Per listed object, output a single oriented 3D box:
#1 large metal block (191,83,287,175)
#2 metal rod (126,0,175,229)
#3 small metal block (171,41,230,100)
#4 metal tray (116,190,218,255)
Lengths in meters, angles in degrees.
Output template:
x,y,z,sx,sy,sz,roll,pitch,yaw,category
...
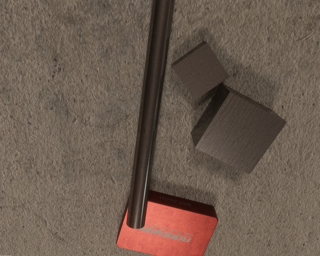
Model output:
x,y,z,sx,sy,sz,roll,pitch,yaw,category
0.097,0.000,0.398,0.080,0.050,0.080,26,108,-10,large metal block
-0.014,-0.013,0.386,0.025,0.025,0.298,7,103,-3,metal rod
0.049,-0.071,0.384,0.050,0.025,0.050,-34,107,11,small metal block
0.009,0.146,0.461,0.131,0.030,0.089,15,109,-6,metal tray
